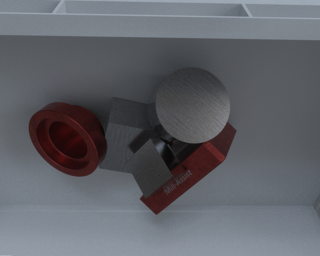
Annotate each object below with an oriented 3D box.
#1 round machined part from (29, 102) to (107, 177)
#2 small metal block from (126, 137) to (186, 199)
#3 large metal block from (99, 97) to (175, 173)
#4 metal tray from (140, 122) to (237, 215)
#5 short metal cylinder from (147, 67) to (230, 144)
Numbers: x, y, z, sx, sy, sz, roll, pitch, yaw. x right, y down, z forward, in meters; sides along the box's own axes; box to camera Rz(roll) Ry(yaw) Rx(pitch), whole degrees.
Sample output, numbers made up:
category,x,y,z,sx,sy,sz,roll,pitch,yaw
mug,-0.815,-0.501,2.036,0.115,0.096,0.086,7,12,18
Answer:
category,x,y,z,sx,sy,sz,roll,pitch,yaw
round machined part,-0.109,0.010,0.388,0.098,0.042,0.097,13,127,18
small metal block,-0.006,0.046,0.362,0.025,0.050,0.050,-4,146,-52
large metal block,-0.030,0.014,0.403,0.081,0.050,0.079,11,129,-10
metal tray,0.037,0.048,0.404,0.030,0.090,0.129,44,121,0
short metal cylinder,0.030,-0.022,0.344,0.081,0.080,0.050,12,173,-11
